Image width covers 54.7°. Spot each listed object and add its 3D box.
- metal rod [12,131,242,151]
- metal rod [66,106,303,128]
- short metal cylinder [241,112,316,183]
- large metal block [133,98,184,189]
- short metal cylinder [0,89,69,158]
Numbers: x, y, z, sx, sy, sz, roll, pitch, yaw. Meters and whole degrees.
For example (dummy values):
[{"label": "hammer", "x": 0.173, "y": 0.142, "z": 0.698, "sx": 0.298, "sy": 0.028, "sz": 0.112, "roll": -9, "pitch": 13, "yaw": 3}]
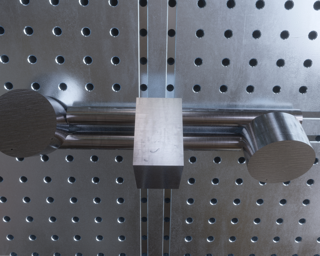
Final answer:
[{"label": "metal rod", "x": -0.043, "y": 0.017, "z": 0.419, "sx": 0.302, "sy": 0.025, "sz": 0.025, "roll": 1, "pitch": 110, "yaw": -1}, {"label": "metal rod", "x": 0.032, "y": -0.015, "z": 0.408, "sx": 0.302, "sy": 0.025, "sz": 0.025, "roll": 1, "pitch": 110, "yaw": -1}, {"label": "short metal cylinder", "x": 0.148, "y": 0.026, "z": 0.397, "sx": 0.081, "sy": 0.050, "sz": 0.079, "roll": 0, "pitch": 132, "yaw": 0}, {"label": "large metal block", "x": -0.002, "y": 0.020, "z": 0.359, "sx": 0.050, "sy": 0.080, "sz": 0.080, "roll": 1, "pitch": 152, "yaw": 0}, {"label": "short metal cylinder", "x": -0.160, "y": -0.005, "z": 0.382, "sx": 0.081, "sy": 0.050, "sz": 0.080, "roll": 0, "pitch": 87, "yaw": -1}]
